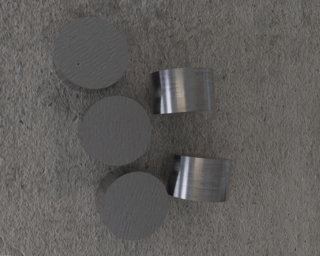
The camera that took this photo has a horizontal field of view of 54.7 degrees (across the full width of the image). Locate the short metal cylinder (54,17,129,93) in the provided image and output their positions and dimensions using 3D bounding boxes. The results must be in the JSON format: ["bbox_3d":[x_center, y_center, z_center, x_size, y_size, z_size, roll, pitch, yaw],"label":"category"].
[{"bbox_3d":[-0.082,-0.083,0.365,0.081,0.050,0.080,0,90,-20],"label":"short metal cylinder"}]

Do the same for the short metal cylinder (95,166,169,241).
[{"bbox_3d":[-0.036,0.090,0.383,0.081,0.050,0.080,0,90,-20],"label":"short metal cylinder"}]

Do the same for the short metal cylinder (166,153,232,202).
[{"bbox_3d":[0.050,0.061,0.398,0.081,0.080,0.050,7,88,-20],"label":"short metal cylinder"}]

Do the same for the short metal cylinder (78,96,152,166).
[{"bbox_3d":[-0.056,0.003,0.375,0.081,0.050,0.080,0,90,-20],"label":"short metal cylinder"}]

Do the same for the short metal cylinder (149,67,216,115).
[{"bbox_3d":[0.028,-0.045,0.390,0.081,0.080,0.050,-5,92,-20],"label":"short metal cylinder"}]
